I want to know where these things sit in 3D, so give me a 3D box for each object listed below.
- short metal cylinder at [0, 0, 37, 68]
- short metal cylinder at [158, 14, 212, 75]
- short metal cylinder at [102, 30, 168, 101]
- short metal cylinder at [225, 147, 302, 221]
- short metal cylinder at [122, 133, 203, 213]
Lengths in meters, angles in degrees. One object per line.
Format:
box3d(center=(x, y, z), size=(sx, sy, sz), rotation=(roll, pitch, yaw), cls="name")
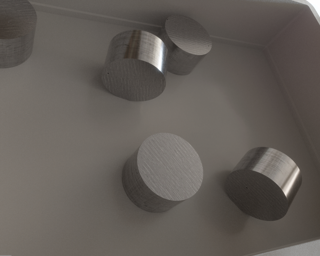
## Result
box3d(center=(-0.189, -0.117, 0.359), size=(0.081, 0.050, 0.080), rotation=(14, 56, -21), cls="short metal cylinder")
box3d(center=(0.034, -0.130, 0.487), size=(0.081, 0.050, 0.080), rotation=(14, 56, -21), cls="short metal cylinder")
box3d(center=(-0.031, -0.079, 0.402), size=(0.081, 0.080, 0.050), rotation=(18, 55, -18), cls="short metal cylinder")
box3d(center=(0.132, 0.071, 0.398), size=(0.080, 0.080, 0.050), rotation=(47, 51, 4), cls="short metal cylinder")
box3d(center=(0.002, 0.052, 0.359), size=(0.081, 0.050, 0.080), rotation=(14, 56, -21), cls="short metal cylinder")
